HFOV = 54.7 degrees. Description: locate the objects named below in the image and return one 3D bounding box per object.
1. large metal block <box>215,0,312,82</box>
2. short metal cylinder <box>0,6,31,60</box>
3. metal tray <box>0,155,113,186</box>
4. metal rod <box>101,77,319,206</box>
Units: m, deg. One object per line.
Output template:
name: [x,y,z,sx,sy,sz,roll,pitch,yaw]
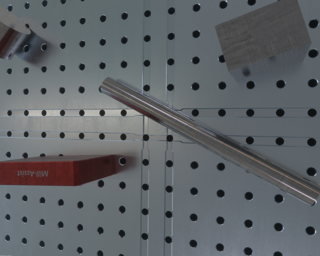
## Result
large metal block: [0.113,-0.093,0.343,0.080,0.080,0.050,-17,85,19]
short metal cylinder: [-0.248,-0.150,0.471,0.080,0.080,0.050,45,104,14]
metal tray: [-0.143,0.057,0.428,0.130,0.090,0.030,-3,89,20]
metal rod: [0.050,0.008,0.394,0.301,0.025,0.025,29,100,17]
